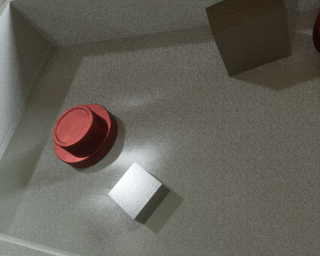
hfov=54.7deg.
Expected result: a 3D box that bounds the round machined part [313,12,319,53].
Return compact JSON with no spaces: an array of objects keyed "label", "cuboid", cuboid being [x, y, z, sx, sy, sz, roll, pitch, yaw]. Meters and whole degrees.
[{"label":"round machined part","cuboid":[0.218,-0.115,0.330,0.098,0.042,0.097,-163,89,-71]}]

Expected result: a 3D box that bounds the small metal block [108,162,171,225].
[{"label":"small metal block","cuboid":[-0.025,0.077,0.370,0.050,0.025,0.050,33,80,38]}]

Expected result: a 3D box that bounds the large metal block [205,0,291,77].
[{"label":"large metal block","cuboid":[0.111,-0.119,0.385,0.080,0.080,0.050,-18,55,17]}]

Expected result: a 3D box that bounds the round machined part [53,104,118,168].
[{"label":"round machined part","cuboid":[-0.115,0.006,0.449,0.098,0.042,0.098,-13,56,20]}]
